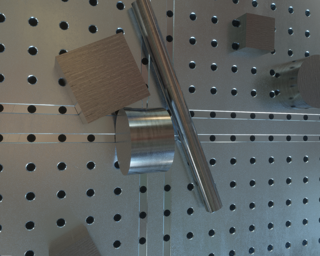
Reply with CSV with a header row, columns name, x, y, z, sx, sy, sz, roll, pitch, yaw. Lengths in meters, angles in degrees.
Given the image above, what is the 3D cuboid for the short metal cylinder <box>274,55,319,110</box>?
name,x,y,z,sx,sy,sz,roll,pitch,yaw
short metal cylinder,0.227,-0.069,0.483,0.081,0.050,0.080,0,90,-20

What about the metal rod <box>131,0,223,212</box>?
name,x,y,z,sx,sy,sz,roll,pitch,yaw
metal rod,0.026,-0.026,0.421,0.025,0.025,0.299,-23,98,-19

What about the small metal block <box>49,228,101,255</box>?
name,x,y,z,sx,sy,sz,roll,pitch,yaw
small metal block,-0.099,0.160,0.376,0.050,0.025,0.050,-29,100,-18

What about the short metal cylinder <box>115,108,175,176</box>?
name,x,y,z,sx,sy,sz,roll,pitch,yaw
short metal cylinder,-0.021,0.015,0.376,0.050,0.080,0.079,-2,91,-20

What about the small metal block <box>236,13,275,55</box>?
name,x,y,z,sx,sy,sz,roll,pitch,yaw
small metal block,0.143,-0.140,0.465,0.050,0.025,0.050,2,89,-20

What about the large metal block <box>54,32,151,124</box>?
name,x,y,z,sx,sy,sz,roll,pitch,yaw
large metal block,-0.070,-0.058,0.373,0.081,0.050,0.080,-27,98,-18
